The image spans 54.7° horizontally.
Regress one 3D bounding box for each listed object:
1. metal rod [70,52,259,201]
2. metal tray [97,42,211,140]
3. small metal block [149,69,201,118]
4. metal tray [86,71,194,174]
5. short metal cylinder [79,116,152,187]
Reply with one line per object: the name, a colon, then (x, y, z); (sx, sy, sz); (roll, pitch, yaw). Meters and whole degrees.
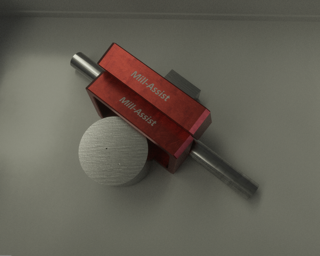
metal rod: (-0.002, -0.009, 0.413); (0.300, 0.025, 0.025); (37, 74, 12)
metal tray: (-0.002, -0.039, 0.361); (0.130, 0.090, 0.030); (37, 91, 12)
small metal block: (0.019, -0.044, 0.424); (0.050, 0.025, 0.050); (39, 74, 12)
metal tray: (-0.024, -0.003, 0.375); (0.130, 0.090, 0.030); (37, 74, 12)
short metal cylinder: (-0.051, 0.031, 0.377); (0.080, 0.050, 0.080); (-1, 77, 5)
